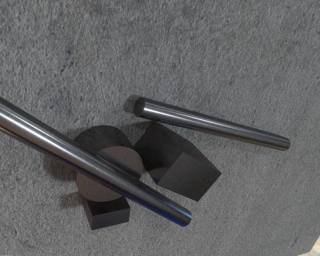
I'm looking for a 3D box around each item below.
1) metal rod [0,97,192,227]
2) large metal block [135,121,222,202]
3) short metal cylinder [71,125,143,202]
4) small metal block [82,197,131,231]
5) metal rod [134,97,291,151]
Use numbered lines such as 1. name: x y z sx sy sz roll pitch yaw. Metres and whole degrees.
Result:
1. metal rod: -0.055 0.054 0.346 0.025 0.025 0.301 -47 130 4
2. large metal block: 0.021 0.044 0.412 0.080 0.080 0.050 31 101 -38
3. short metal cylinder: -0.068 0.043 0.382 0.081 0.050 0.079 -14 125 -21
4. small metal block: -0.073 0.105 0.417 0.050 0.050 0.025 -5 121 -26
5. metal rod: 0.097 0.001 0.462 0.302 0.025 0.025 13 112 -34
